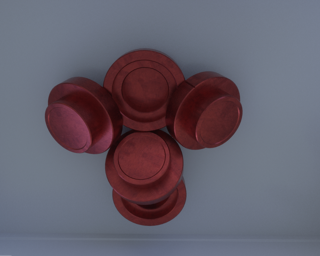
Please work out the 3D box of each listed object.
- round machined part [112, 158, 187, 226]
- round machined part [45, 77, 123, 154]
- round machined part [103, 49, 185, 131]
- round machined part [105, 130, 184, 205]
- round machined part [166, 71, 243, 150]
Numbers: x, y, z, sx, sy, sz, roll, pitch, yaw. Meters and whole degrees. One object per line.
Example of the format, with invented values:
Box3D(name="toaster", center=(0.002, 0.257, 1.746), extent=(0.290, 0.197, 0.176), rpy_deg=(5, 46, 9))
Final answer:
Box3D(name="round machined part", center=(-0.014, 0.083, 0.430), extent=(0.099, 0.042, 0.097), rpy_deg=(0, 110, 0))
Box3D(name="round machined part", center=(-0.098, -0.009, 0.373), extent=(0.098, 0.042, 0.097), rpy_deg=(15, 126, 22))
Box3D(name="round machined part", center=(-0.018, -0.048, 0.381), extent=(0.099, 0.042, 0.097), rpy_deg=(0, 110, 0))
Box3D(name="round machined part", center=(-0.020, 0.042, 0.385), extent=(0.099, 0.098, 0.042), rpy_deg=(-6, 154, 2))
Box3D(name="round machined part", center=(0.059, -0.015, 0.371), extent=(0.099, 0.042, 0.097), rpy_deg=(-17, 126, -25))
